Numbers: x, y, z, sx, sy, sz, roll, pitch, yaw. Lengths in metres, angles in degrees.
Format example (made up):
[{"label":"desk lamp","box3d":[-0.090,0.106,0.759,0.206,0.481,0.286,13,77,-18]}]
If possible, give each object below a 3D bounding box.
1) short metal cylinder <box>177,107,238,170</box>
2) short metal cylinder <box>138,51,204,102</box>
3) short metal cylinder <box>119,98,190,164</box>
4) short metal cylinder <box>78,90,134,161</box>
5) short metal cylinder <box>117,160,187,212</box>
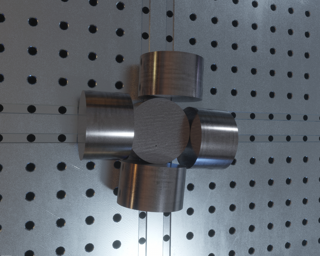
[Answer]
[{"label":"short metal cylinder","box3d":[0.058,0.014,0.405,0.050,0.080,0.080,4,89,-20]},{"label":"short metal cylinder","box3d":[0.014,-0.061,0.388,0.081,0.080,0.050,3,89,-20]},{"label":"short metal cylinder","box3d":[-0.009,0.004,0.396,0.081,0.050,0.080,0,90,-21]},{"label":"short metal cylinder","box3d":[-0.065,-0.002,0.359,0.050,0.080,0.080,2,90,-21]},{"label":"short metal cylinder","box3d":[-0.010,0.068,0.378,0.081,0.080,0.050,6,88,-20]}]
